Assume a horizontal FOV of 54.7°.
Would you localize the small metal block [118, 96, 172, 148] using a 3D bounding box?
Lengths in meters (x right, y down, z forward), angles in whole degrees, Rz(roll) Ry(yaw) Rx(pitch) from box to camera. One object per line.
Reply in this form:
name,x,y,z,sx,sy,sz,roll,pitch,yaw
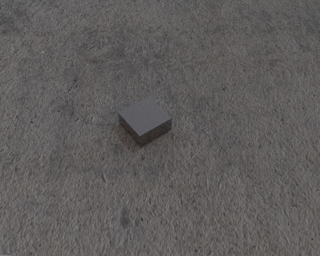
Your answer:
small metal block,-0.020,-0.009,0.412,0.050,0.025,0.050,-30,56,-23
